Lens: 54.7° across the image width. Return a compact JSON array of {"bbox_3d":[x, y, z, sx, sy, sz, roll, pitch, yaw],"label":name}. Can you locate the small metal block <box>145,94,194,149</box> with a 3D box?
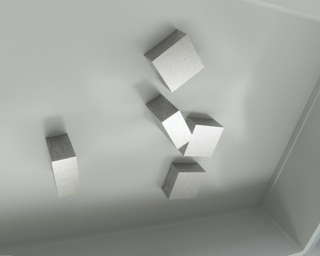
[{"bbox_3d":[0.012,-0.009,0.393,0.025,0.050,0.050,-35,129,-5],"label":"small metal block"}]

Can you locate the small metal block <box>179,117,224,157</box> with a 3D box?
[{"bbox_3d":[0.057,0.013,0.448,0.050,0.025,0.050,5,116,-31],"label":"small metal block"}]

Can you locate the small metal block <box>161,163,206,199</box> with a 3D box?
[{"bbox_3d":[0.037,0.082,0.479,0.050,0.025,0.050,5,116,-31],"label":"small metal block"}]

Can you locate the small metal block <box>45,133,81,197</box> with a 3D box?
[{"bbox_3d":[-0.112,0.042,0.357,0.025,0.050,0.050,-12,124,-22],"label":"small metal block"}]

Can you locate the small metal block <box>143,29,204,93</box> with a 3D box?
[{"bbox_3d":[0.017,-0.079,0.369,0.050,0.025,0.050,-39,129,-2],"label":"small metal block"}]
